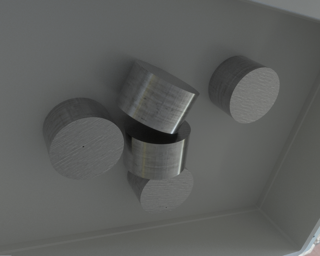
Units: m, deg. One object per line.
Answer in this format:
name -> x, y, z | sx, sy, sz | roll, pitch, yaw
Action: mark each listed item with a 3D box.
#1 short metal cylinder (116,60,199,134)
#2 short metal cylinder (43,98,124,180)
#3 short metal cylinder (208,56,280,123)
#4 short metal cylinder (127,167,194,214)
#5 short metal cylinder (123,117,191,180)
short metal cylinder -> -0.003, -0.036, 0.351 | 0.081, 0.080, 0.050 | 17, 109, -35
short metal cylinder -> -0.088, 0.012, 0.353 | 0.081, 0.050, 0.079 | -14, 125, -21
short metal cylinder -> 0.114, -0.053, 0.424 | 0.081, 0.050, 0.079 | -14, 125, -21
short metal cylinder -> 0.000, 0.074, 0.440 | 0.081, 0.050, 0.079 | -14, 125, -21
short metal cylinder -> -0.005, 0.019, 0.384 | 0.081, 0.080, 0.050 | -9, 123, -24
